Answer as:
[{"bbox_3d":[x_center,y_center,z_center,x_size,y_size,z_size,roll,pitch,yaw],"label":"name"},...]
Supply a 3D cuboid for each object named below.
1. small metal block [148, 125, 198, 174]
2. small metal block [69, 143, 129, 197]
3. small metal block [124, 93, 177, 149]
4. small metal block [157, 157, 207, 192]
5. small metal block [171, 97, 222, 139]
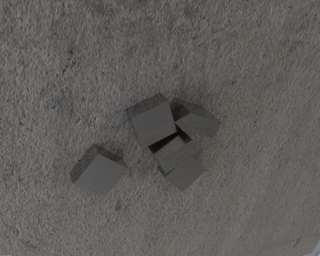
[{"bbox_3d":[0.014,0.025,0.413,0.050,0.050,0.025,-32,129,-8],"label":"small metal block"},{"bbox_3d":[-0.078,0.055,0.398,0.050,0.025,0.050,34,99,-39],"label":"small metal block"},{"bbox_3d":[-0.011,-0.009,0.395,0.050,0.025,0.050,-27,128,-12],"label":"small metal block"},{"bbox_3d":[0.033,0.061,0.463,0.050,0.025,0.050,-44,129,2],"label":"small metal block"},{"bbox_3d":[0.044,-0.013,0.406,0.050,0.050,0.025,13,112,-34],"label":"small metal block"}]
